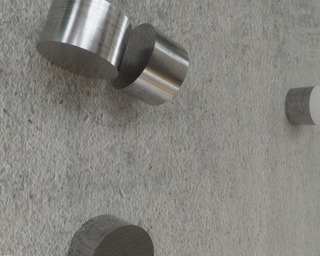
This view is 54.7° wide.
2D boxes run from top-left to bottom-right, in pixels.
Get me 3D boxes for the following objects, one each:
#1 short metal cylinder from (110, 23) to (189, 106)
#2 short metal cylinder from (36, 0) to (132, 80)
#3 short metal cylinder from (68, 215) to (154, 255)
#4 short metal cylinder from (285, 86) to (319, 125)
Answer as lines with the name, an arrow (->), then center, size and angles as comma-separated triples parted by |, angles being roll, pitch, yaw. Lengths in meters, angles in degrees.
short metal cylinder -> -0.014, -0.072, 0.357 | 0.050, 0.080, 0.080 | 24, 75, -38
short metal cylinder -> -0.074, -0.088, 0.307 | 0.080, 0.080, 0.050 | 23, 76, -38
short metal cylinder -> -0.054, 0.142, 0.344 | 0.081, 0.050, 0.080 | 0, 90, -40
short metal cylinder -> 0.303, -0.046, 0.642 | 0.081, 0.050, 0.080 | 0, 90, -40
